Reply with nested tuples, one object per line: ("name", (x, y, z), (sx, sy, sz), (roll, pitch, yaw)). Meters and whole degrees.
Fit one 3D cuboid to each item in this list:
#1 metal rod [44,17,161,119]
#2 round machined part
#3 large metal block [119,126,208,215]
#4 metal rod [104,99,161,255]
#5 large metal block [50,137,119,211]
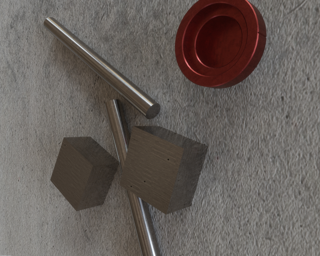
("metal rod", (-0.105, -0.106, 0.488), (0.300, 0.025, 0.025), (41, 115, 32))
("round machined part", (0.068, -0.091, 0.337), (0.098, 0.042, 0.097), (0, 90, 39))
("large metal block", (0.003, 0.048, 0.384), (0.080, 0.050, 0.079), (23, 104, 37))
("metal rod", (-0.031, 0.102, 0.427), (0.025, 0.025, 0.299), (-26, 74, 37))
("large metal block", (-0.119, 0.068, 0.484), (0.080, 0.050, 0.079), (35, 112, 34))
